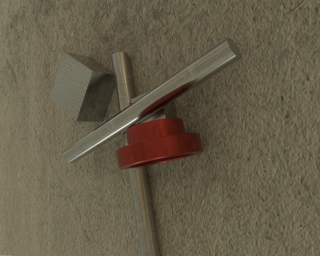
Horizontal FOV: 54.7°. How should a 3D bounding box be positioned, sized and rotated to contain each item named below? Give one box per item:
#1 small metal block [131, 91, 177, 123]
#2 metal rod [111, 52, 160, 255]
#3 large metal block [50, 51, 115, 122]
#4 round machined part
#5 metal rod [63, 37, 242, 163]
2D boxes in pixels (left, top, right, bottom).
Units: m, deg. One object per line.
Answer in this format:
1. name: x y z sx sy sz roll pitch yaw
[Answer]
1. small metal block: -0.007 -0.021 0.409 0.050 0.025 0.050 -20 77 38
2. metal rod: -0.034 0.040 0.430 0.025 0.025 0.298 -16 80 38
3. large metal block: -0.119 -0.064 0.484 0.080 0.050 0.079 35 112 34
4. round machined part: -0.002 0.017 0.358 0.098 0.099 0.042 -19 78 38
5. metal rod: -0.032 -0.019 0.395 0.299 0.025 0.025 -30 72 34
